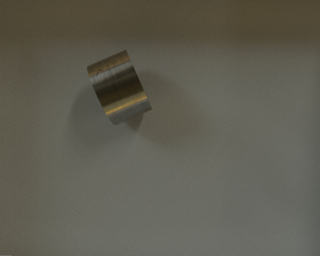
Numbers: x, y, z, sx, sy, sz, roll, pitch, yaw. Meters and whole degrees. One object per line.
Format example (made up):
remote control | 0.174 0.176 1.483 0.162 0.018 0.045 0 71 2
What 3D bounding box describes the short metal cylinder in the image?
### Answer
short metal cylinder | -0.049 -0.050 0.384 0.050 0.080 0.080 -24 90 0
